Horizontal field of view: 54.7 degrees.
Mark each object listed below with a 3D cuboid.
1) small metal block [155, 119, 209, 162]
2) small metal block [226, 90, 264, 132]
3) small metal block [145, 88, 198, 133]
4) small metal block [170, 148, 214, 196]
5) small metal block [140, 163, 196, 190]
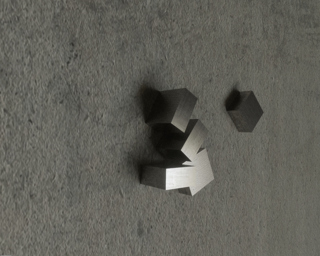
[{"bbox_3d":[0.029,0.015,0.412,0.025,0.050,0.050,47,62,-30],"label":"small metal block"},{"bbox_3d":[0.145,-0.028,0.526,0.050,0.025,0.050,-51,120,-27],"label":"small metal block"},{"bbox_3d":[0.015,-0.022,0.400,0.025,0.050,0.050,36,68,-35],"label":"small metal block"},{"bbox_3d":[0.047,0.061,0.444,0.050,0.025,0.050,-29,108,-36],"label":"small metal block"},{"bbox_3d":[0.010,0.060,0.397,0.050,0.050,0.025,1,89,-40],"label":"small metal block"}]
